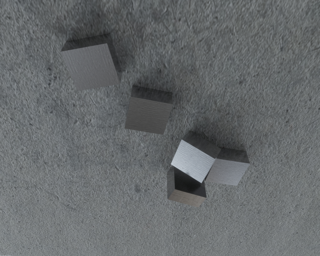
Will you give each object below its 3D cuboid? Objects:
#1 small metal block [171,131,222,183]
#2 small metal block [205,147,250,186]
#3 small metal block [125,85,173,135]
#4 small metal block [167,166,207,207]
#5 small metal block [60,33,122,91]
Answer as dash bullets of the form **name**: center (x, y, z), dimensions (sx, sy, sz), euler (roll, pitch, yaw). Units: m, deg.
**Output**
- **small metal block**: center (0.049, 0.040, 0.427), dimensions (0.050, 0.025, 0.050), euler (31, 130, 13)
- **small metal block**: center (0.097, 0.057, 0.456), dimensions (0.050, 0.025, 0.050), euler (9, 130, -8)
- **small metal block**: center (-0.015, -0.022, 0.388), dimensions (0.050, 0.025, 0.050), euler (10, 130, -9)
- **small metal block**: center (0.039, 0.085, 0.464), dimensions (0.050, 0.050, 0.025), euler (18, 128, -15)
- **small metal block**: center (-0.074, -0.073, 0.345), dimensions (0.050, 0.025, 0.050), euler (-9, 130, 7)
